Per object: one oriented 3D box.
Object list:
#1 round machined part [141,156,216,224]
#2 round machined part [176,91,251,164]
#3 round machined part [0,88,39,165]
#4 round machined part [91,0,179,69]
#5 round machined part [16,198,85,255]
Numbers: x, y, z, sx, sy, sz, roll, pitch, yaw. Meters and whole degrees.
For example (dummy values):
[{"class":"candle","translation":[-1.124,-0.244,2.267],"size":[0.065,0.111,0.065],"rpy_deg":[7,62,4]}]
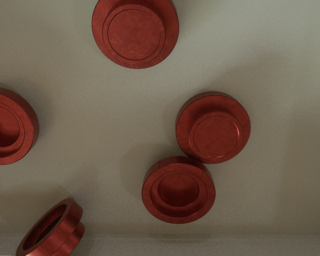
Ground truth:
[{"class":"round machined part","translation":[0.025,0.081,0.430],"size":[0.099,0.042,0.097],"rpy_deg":[0,113,1]},{"class":"round machined part","translation":[0.070,0.004,0.405],"size":[0.099,0.042,0.097],"rpy_deg":[0,110,-1]},{"class":"round machined part","translation":[-0.204,-0.005,0.397],"size":[0.099,0.042,0.097],"rpy_deg":[0,110,-1]},{"class":"round machined part","translation":[-0.028,-0.110,0.348],"size":[0.099,0.042,0.097],"rpy_deg":[0,126,0]},{"class":"round machined part","translation":[-0.143,0.148,0.425],"size":[0.098,0.098,0.042],"rpy_deg":[-36,106,12]}]
